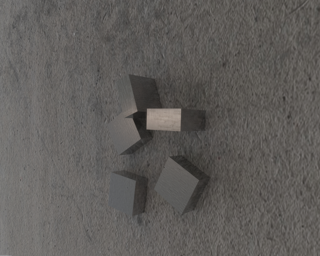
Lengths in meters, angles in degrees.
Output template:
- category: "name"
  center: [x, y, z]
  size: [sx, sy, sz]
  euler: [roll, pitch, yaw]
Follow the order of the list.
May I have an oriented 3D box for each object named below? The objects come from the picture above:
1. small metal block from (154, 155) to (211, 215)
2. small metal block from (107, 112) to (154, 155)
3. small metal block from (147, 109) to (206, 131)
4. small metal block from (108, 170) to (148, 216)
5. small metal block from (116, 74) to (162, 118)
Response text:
- category: "small metal block"
  center: [0.026, 0.069, 0.383]
  size: [0.050, 0.025, 0.050]
  euler: [36, 112, 34]
- category: "small metal block"
  center: [-0.043, 0.005, 0.441]
  size: [0.050, 0.025, 0.050]
  euler: [-36, 68, 34]
- category: "small metal block"
  center: [0.020, -0.010, 0.372]
  size: [0.050, 0.050, 0.025]
  euler: [3, 92, 40]
- category: "small metal block"
  center: [-0.046, 0.092, 0.443]
  size: [0.050, 0.025, 0.050]
  euler: [11, 97, 39]
- category: "small metal block"
  center: [-0.026, -0.040, 0.411]
  size: [0.025, 0.050, 0.050]
  euler: [-23, 75, 38]
